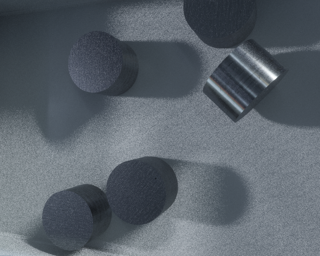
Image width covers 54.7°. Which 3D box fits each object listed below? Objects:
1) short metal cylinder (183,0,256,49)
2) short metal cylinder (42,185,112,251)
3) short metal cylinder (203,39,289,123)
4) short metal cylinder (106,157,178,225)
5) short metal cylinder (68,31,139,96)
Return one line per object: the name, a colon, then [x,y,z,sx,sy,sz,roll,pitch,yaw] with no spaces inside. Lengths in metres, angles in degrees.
short metal cylinder: [0.074,-0.141,0.371,0.080,0.050,0.079,0,90,19]
short metal cylinder: [-0.116,0.123,0.437,0.080,0.050,0.079,0,90,19]
short metal cylinder: [0.095,-0.052,0.348,0.050,0.080,0.080,47,104,13]
short metal cylinder: [-0.022,0.079,0.404,0.080,0.050,0.079,0,90,19]
short metal cylinder: [-0.076,-0.085,0.423,0.080,0.050,0.079,0,90,19]
